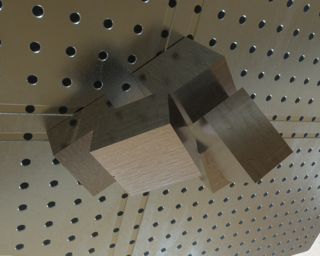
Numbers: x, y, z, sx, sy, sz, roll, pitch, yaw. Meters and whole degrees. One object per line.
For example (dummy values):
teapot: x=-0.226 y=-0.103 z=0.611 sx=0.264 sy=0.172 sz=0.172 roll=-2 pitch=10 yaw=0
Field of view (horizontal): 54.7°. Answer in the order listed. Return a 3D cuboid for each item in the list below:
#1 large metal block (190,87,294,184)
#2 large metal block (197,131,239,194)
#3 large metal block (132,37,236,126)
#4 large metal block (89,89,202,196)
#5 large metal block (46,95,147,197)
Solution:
large metal block: x=0.081 y=0.012 z=0.337 sx=0.050 sy=0.080 sz=0.080 roll=-37 pitch=87 yaw=-10
large metal block: x=0.064 y=0.029 z=0.428 sx=0.050 sy=0.080 sz=0.080 roll=-30 pitch=129 yaw=-10
large metal block: x=0.026 y=-0.052 z=0.357 sx=0.080 sy=0.080 sz=0.050 roll=-36 pitch=129 yaw=-5
large metal block: x=-0.012 y=0.018 z=0.316 sx=0.080 sy=0.050 sz=0.080 roll=-20 pitch=131 yaw=15
large metal block: x=-0.072 y=0.021 z=0.369 sx=0.080 sy=0.050 sz=0.080 roll=-34 pitch=129 yaw=-6
